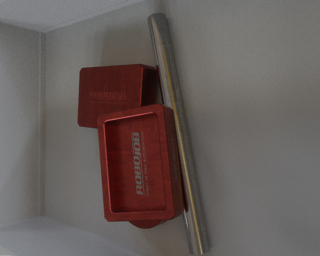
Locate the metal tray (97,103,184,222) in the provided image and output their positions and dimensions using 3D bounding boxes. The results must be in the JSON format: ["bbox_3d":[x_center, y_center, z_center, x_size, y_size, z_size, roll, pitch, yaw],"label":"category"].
[{"bbox_3d":[-0.025,0.042,0.370,0.090,0.030,0.129,-9,81,22],"label":"metal tray"}]

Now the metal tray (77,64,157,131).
[{"bbox_3d":[-0.065,-0.042,0.446,0.130,0.030,0.089,6,94,39],"label":"metal tray"}]

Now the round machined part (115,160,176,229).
[{"bbox_3d":[-0.028,0.087,0.417,0.098,0.042,0.097,0,90,39],"label":"round machined part"}]

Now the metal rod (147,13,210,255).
[{"bbox_3d":[0.022,0.000,0.387,0.025,0.025,0.298,-16,80,38],"label":"metal rod"}]

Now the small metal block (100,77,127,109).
[{"bbox_3d":[-0.063,-0.044,0.457,0.050,0.025,0.050,-18,79,38],"label":"small metal block"}]
